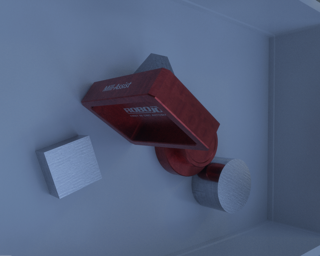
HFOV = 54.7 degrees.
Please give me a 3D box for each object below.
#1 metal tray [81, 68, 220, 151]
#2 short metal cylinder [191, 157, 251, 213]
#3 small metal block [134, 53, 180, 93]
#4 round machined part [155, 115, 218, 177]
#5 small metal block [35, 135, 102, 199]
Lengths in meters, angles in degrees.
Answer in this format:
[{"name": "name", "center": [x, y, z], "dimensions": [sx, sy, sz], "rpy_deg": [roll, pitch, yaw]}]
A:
[{"name": "metal tray", "center": [-0.014, -0.015, 0.328], "dimensions": [0.090, 0.130, 0.030], "rpy_deg": [42, 65, -33]}, {"name": "short metal cylinder", "center": [0.094, 0.085, 0.472], "dimensions": [0.081, 0.050, 0.079], "rpy_deg": [0, 90, -40]}, {"name": "small metal block", "center": [-0.007, -0.053, 0.374], "dimensions": [0.025, 0.050, 0.050], "rpy_deg": [2, 60, -41]}, {"name": "round machined part", "center": [0.044, 0.020, 0.435], "dimensions": [0.099, 0.042, 0.097], "rpy_deg": [0, 90, -40]}, {"name": "small metal block", "center": [-0.096, 0.039, 0.328], "dimensions": [0.050, 0.025, 0.050], "rpy_deg": [-24, 105, -38]}]
